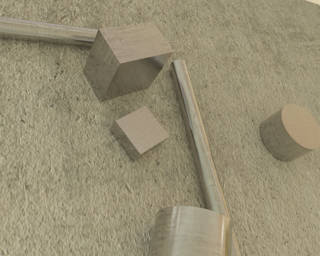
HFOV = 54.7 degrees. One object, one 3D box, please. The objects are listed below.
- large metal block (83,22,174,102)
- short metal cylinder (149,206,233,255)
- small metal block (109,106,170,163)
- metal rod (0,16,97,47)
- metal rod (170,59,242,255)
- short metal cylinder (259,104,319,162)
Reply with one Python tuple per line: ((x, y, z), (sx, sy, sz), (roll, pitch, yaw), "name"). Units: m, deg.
((-0.043, -0.084, 0.397), (0.081, 0.080, 0.050), (-22, 74, -36), "large metal block")
((0.031, 0.119, 0.313), (0.080, 0.080, 0.050), (23, 54, -15), "short metal cylinder")
((-0.025, 0.007, 0.386), (0.050, 0.025, 0.050), (-30, 79, -38), "small metal block")
((-0.133, -0.124, 0.407), (0.303, 0.025, 0.025), (-2, 63, -29), "metal rod")
((0.056, 0.034, 0.413), (0.025, 0.025, 0.299), (2, 61, -27), "metal rod")
((0.208, 0.008, 0.495), (0.081, 0.050, 0.080), (14, 56, -21), "short metal cylinder")
